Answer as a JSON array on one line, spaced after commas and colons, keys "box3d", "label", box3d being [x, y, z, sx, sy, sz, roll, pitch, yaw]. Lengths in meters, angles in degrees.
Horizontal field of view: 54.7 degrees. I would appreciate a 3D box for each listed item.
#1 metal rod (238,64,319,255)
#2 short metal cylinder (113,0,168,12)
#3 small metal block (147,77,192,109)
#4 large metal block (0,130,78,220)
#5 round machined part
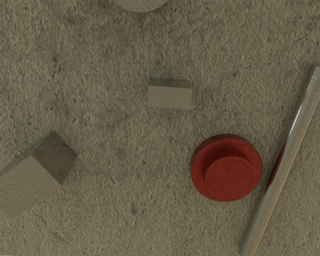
[{"box3d": [0.169, 0.061, 0.434, 0.025, 0.025, 0.298, 12, 110, -5], "label": "metal rod"}, {"box3d": [-0.021, -0.167, 0.335, 0.081, 0.050, 0.079, 0, 110, -1], "label": "short metal cylinder"}, {"box3d": [0.011, -0.044, 0.381, 0.050, 0.050, 0.025, 4, 110, -2], "label": "small metal block"}, {"box3d": [-0.162, 0.057, 0.399, 0.080, 0.080, 0.050, -34, 107, 11], "label": "large metal block"}, {"box3d": [0.092, 0.061, 0.424, 0.099, 0.042, 0.097, 0, 110, -1], "label": "round machined part"}]
